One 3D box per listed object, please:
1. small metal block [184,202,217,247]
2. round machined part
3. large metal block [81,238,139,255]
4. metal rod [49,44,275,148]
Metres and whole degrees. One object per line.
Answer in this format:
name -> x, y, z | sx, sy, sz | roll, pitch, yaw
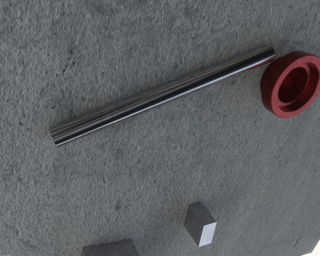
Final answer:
small metal block -> 0.068, 0.164, 0.530 | 0.025, 0.050, 0.050 | -7, 122, -25
round machined part -> 0.189, -0.067, 0.458 | 0.099, 0.042, 0.097 | -14, 124, -21
large metal block -> -0.081, 0.229, 0.488 | 0.081, 0.050, 0.079 | 1, 118, -29
metal rod -> 0.015, -0.046, 0.386 | 0.302, 0.025, 0.025 | -23, 127, -15
